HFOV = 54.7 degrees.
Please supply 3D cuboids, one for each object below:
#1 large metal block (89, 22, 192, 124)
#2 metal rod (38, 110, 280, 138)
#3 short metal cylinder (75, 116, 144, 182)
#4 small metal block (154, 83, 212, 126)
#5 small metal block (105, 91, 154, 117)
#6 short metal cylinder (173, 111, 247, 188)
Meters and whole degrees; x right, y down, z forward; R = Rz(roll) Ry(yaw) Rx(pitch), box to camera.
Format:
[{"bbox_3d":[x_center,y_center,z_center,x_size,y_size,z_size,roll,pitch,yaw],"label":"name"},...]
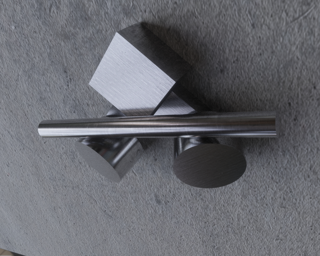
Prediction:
[{"bbox_3d":[-0.024,-0.062,0.364,0.080,0.050,0.080,41,129,0],"label":"large metal block"},{"bbox_3d":[-0.025,-0.001,0.354,0.300,0.025,0.025,-1,118,28],"label":"metal rod"},{"bbox_3d":[-0.070,0.030,0.429,0.080,0.050,0.080,31,153,19],"label":"short metal cylinder"},{"bbox_3d":[0.026,-0.018,0.383,0.050,0.025,0.050,40,129,1],"label":"small metal block"},{"bbox_3d":[-0.038,-0.020,0.416,0.050,0.025,0.050,40,128,1],"label":"small metal block"},{"bbox_3d":[0.056,0.027,0.361,0.080,0.050,0.080,1,135,2],"label":"short metal cylinder"}]
